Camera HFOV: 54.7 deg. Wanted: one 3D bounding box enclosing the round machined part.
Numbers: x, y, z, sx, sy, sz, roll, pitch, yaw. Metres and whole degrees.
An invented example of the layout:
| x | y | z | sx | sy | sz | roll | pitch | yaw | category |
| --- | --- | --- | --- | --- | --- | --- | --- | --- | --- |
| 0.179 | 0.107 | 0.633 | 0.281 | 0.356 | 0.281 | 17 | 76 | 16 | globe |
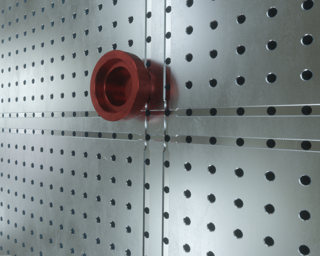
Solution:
| x | y | z | sx | sy | sz | roll | pitch | yaw | category |
| --- | --- | --- | --- | --- | --- | --- | --- | --- | --- |
| -0.052 | -0.058 | 0.439 | 0.098 | 0.042 | 0.097 | 0 | 90 | 39 | round machined part |
